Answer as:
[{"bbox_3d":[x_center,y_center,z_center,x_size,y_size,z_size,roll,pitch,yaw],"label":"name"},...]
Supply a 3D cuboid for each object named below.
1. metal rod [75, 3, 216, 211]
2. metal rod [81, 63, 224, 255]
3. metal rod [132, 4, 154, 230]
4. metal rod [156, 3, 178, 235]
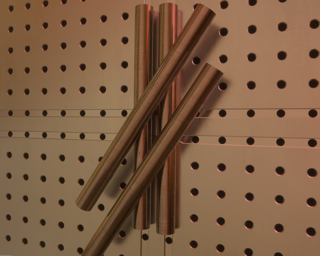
[{"bbox_3d":[-0.024,-0.017,0.396,0.025,0.025,0.299,36,101,16],"label":"metal rod"},{"bbox_3d":[-0.015,0.053,0.392,0.025,0.025,0.299,36,101,16],"label":"metal rod"},{"bbox_3d":[-0.023,-0.014,0.422,0.025,0.025,0.298,1,90,20],"label":"metal rod"},{"bbox_3d":[0.009,-0.012,0.410,0.025,0.025,0.298,1,90,20],"label":"metal rod"}]
